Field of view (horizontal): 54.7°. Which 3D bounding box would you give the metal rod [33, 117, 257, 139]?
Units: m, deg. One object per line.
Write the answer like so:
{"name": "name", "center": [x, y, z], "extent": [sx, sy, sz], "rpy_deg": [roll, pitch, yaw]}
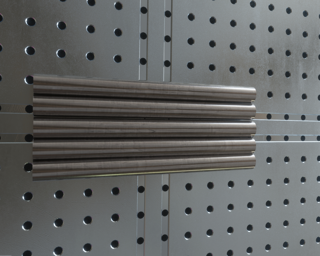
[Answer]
{"name": "metal rod", "center": [-0.005, 0.001, 0.412], "extent": [0.303, 0.025, 0.025], "rpy_deg": [0, 90, -21]}

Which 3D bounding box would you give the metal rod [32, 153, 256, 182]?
{"name": "metal rod", "center": [-0.006, 0.050, 0.411], "extent": [0.303, 0.025, 0.025], "rpy_deg": [0, 90, -21]}

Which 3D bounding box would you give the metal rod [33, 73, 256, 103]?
{"name": "metal rod", "center": [-0.005, -0.050, 0.412], "extent": [0.303, 0.025, 0.025], "rpy_deg": [0, 90, -21]}

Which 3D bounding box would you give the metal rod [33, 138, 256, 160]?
{"name": "metal rod", "center": [-0.005, 0.026, 0.411], "extent": [0.303, 0.025, 0.025], "rpy_deg": [0, 90, -21]}

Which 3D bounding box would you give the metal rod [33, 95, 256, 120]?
{"name": "metal rod", "center": [-0.005, -0.025, 0.412], "extent": [0.303, 0.025, 0.025], "rpy_deg": [0, 90, -21]}
